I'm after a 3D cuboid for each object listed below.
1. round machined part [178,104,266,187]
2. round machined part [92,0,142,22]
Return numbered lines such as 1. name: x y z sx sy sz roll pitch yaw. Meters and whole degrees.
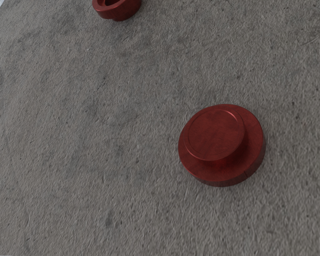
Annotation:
1. round machined part: 0.066 0.013 0.350 0.098 0.042 0.098 -13 56 21
2. round machined part: -0.074 -0.239 0.579 0.098 0.042 0.098 -13 56 21
